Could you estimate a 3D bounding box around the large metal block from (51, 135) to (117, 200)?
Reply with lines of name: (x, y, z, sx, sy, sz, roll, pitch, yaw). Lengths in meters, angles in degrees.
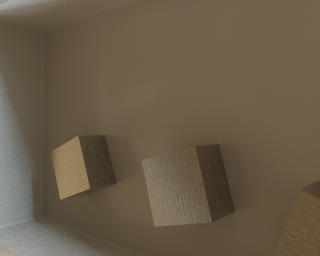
large metal block: (-0.123, 0.062, 0.492, 0.080, 0.050, 0.080, -26, 74, 37)

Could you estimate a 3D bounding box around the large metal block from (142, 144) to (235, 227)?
large metal block: (0.032, 0.067, 0.365, 0.080, 0.050, 0.080, -19, 78, 38)

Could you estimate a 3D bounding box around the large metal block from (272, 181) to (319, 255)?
large metal block: (0.152, 0.103, 0.265, 0.080, 0.050, 0.079, 27, 107, 36)
